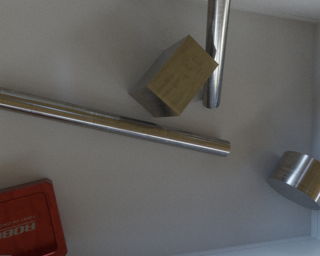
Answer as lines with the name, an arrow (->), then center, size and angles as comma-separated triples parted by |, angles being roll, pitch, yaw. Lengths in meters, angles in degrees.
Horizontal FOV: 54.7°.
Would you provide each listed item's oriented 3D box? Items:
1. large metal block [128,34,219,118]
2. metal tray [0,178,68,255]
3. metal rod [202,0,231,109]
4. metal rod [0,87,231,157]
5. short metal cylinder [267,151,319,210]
large metal block -> 0.014, -0.060, 0.387 | 0.050, 0.080, 0.080 | 41, 77, -16
metal tray -> -0.178, 0.116, 0.342 | 0.131, 0.030, 0.089 | -12, 94, -20
metal rod -> 0.066, -0.144, 0.340 | 0.025, 0.025, 0.298 | -23, 136, -19
metal rod -> -0.044, -0.002, 0.395 | 0.302, 0.025, 0.025 | 13, 86, -20
short metal cylinder -> 0.209, 0.078, 0.461 | 0.080, 0.080, 0.050 | 39, 77, -16
